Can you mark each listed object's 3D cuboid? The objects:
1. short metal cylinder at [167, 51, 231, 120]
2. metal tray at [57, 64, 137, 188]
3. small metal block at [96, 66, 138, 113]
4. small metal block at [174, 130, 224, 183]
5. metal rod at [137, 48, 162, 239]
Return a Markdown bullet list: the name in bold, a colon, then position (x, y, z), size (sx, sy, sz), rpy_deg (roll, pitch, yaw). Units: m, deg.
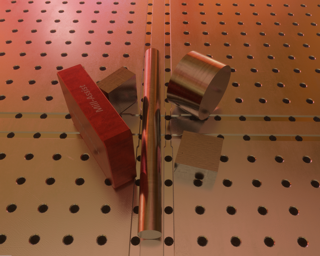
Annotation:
- **short metal cylinder**: position (0.053, -0.058, 0.421), size (0.050, 0.080, 0.080), rpy_deg (31, 56, 23)
- **metal tray**: position (-0.075, -0.003, 0.366), size (0.030, 0.089, 0.130), rpy_deg (-26, 55, -20)
- **small metal block**: position (-0.059, -0.049, 0.431), size (0.025, 0.050, 0.050), rpy_deg (34, 58, 25)
- **small metal block**: position (0.048, 0.034, 0.380), size (0.050, 0.025, 0.050), rpy_deg (12, 51, 9)
- **metal rod**: position (-0.011, -0.006, 0.412), size (0.025, 0.025, 0.300), rpy_deg (0, 50, -1)
